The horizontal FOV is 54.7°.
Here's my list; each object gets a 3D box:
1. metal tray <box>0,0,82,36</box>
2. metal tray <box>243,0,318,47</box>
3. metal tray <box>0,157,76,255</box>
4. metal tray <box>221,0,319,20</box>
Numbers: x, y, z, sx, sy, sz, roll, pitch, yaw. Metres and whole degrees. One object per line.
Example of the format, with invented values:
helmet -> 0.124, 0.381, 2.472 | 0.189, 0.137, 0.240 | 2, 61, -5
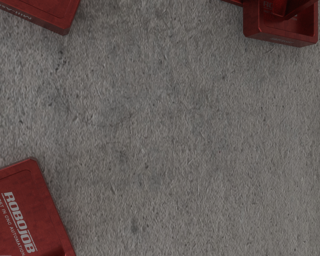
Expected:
metal tray -> -0.153, -0.174, 0.349 | 0.131, 0.030, 0.090 | 21, 83, -19
metal tray -> 0.182, -0.175, 0.461 | 0.131, 0.030, 0.089 | 0, 90, -30
metal tray -> -0.161, 0.108, 0.347 | 0.091, 0.030, 0.129 | -22, 98, -19
metal tray -> 0.140, -0.192, 0.414 | 0.131, 0.090, 0.030 | 13, 85, -10
